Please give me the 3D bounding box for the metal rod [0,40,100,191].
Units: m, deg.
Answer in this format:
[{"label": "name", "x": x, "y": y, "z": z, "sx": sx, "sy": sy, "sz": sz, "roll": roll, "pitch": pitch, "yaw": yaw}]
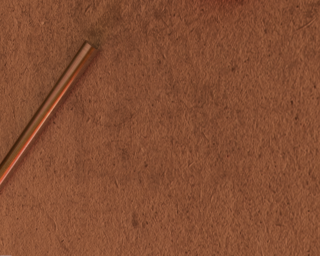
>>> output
[{"label": "metal rod", "x": -0.189, "y": -0.005, "z": 0.475, "sx": 0.025, "sy": 0.025, "sz": 0.299, "roll": 42, "pitch": 103, "yaw": 15}]
